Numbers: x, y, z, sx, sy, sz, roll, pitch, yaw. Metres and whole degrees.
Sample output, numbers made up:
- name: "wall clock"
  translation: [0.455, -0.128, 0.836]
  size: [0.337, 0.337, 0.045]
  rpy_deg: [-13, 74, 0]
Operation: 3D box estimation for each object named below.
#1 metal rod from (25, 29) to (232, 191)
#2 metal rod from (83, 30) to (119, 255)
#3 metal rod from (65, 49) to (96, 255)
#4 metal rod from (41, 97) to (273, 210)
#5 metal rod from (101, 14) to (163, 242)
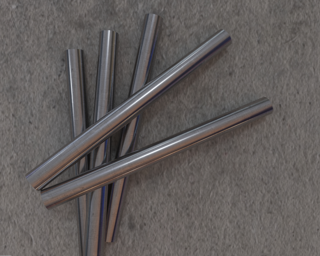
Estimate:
- name: "metal rod"
  translation: [-0.030, -0.029, 0.383]
  size: [0.301, 0.025, 0.025]
  rpy_deg: [-38, 90, -11]
- name: "metal rod"
  translation: [-0.075, 0.024, 0.396]
  size: [0.025, 0.025, 0.298]
  rpy_deg: [3, 85, -1]
- name: "metal rod"
  translation: [-0.102, 0.048, 0.408]
  size: [0.025, 0.025, 0.298]
  rpy_deg: [-4, 90, -1]
- name: "metal rod"
  translation: [0.005, 0.026, 0.384]
  size: [0.302, 0.025, 0.025]
  rpy_deg: [-22, 90, -11]
- name: "metal rod"
  translation: [-0.038, 0.000, 0.409]
  size: [0.025, 0.025, 0.298]
  rpy_deg: [12, 90, -1]
